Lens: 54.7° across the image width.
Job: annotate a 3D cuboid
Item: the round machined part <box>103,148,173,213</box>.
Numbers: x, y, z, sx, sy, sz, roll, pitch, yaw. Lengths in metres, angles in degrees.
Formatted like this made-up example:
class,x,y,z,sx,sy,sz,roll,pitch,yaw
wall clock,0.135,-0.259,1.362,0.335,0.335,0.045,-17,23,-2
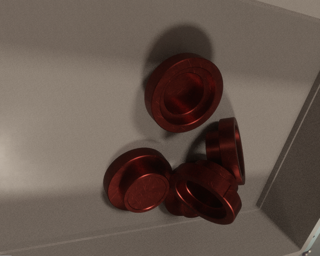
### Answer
class,x,y,z,sx,sy,sz,roll,pitch,yaw
round machined part,-0.026,0.079,0.434,0.099,0.042,0.097,-14,124,-21

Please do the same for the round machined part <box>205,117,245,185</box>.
class,x,y,z,sx,sy,sz,roll,pitch,yaw
round machined part,0.094,0.035,0.450,0.042,0.098,0.098,-9,131,19

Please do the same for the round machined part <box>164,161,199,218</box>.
class,x,y,z,sx,sy,sz,roll,pitch,yaw
round machined part,0.053,0.104,0.493,0.099,0.042,0.097,-14,125,-21

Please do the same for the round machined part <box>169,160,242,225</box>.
class,x,y,z,sx,sy,sz,roll,pitch,yaw
round machined part,0.064,0.081,0.414,0.042,0.098,0.098,-48,135,-30

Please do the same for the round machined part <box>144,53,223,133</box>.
class,x,y,z,sx,sy,sz,roll,pitch,yaw
round machined part,0.026,-0.046,0.385,0.099,0.042,0.097,-14,125,-21
